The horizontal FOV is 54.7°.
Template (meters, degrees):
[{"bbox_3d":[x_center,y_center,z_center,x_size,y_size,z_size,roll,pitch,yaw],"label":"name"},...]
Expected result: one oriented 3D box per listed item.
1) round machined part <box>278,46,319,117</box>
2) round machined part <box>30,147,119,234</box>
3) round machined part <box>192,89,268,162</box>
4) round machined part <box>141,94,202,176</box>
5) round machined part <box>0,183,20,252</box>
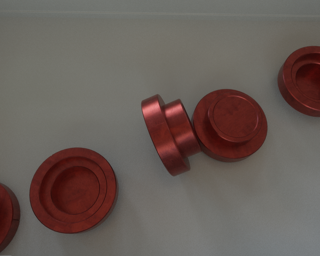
[{"bbox_3d":[0.211,-0.060,0.425,0.099,0.042,0.098,0,70,-1],"label":"round machined part"},{"bbox_3d":[-0.099,0.076,0.372,0.099,0.042,0.098,0,70,-1],"label":"round machined part"},{"bbox_3d":[0.092,-0.008,0.401,0.099,0.042,0.098,2,70,-4],"label":"round machined part"},{"bbox_3d":[0.018,0.004,0.366,0.042,0.098,0.098,-23,71,7],"label":"round machined part"},{"bbox_3d":[-0.221,0.106,0.359,0.099,0.042,0.098,0,70,-1],"label":"round machined part"}]
